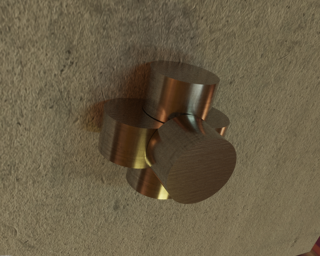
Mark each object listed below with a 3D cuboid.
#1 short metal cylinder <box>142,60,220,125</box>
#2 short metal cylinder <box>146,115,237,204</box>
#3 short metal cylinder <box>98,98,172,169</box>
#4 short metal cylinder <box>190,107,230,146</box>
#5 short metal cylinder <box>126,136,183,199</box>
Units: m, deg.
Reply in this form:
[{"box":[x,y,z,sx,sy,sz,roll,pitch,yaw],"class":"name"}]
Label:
[{"box":[0.024,-0.042,0.361,0.081,0.080,0.050,-2,119,-28],"class":"short metal cylinder"},{"box":[0.032,0.033,0.327,0.081,0.050,0.079,-14,125,-21],"class":"short metal cylinder"},{"box":[-0.028,0.004,0.361,0.081,0.080,0.050,-1,119,-28],"class":"short metal cylinder"},{"box":[0.043,0.003,0.400,0.081,0.080,0.050,-1,119,-29],"class":"short metal cylinder"},{"box":[0.000,0.047,0.403,0.081,0.080,0.050,0,119,-29],"class":"short metal cylinder"}]
